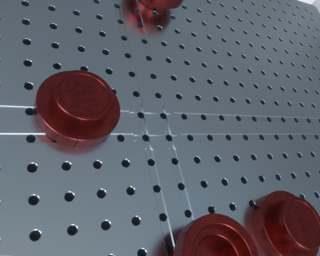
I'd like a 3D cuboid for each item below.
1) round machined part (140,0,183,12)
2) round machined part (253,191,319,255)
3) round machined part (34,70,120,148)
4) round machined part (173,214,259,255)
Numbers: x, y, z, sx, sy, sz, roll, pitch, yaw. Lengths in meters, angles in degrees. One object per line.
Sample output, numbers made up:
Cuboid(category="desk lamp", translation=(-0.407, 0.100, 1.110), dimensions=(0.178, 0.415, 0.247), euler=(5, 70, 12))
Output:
Cuboid(category="round machined part", translation=(-0.004, -0.246, 0.547), dimensions=(0.099, 0.042, 0.098), euler=(14, 56, -21))
Cuboid(category="round machined part", translation=(0.177, 0.131, 0.415), dimensions=(0.099, 0.042, 0.098), euler=(14, 56, -21))
Cuboid(category="round machined part", translation=(-0.093, -0.029, 0.365), dimensions=(0.099, 0.042, 0.098), euler=(14, 56, -21))
Cuboid(category="round machined part", translation=(0.058, 0.148, 0.340), dimensions=(0.099, 0.042, 0.098), euler=(14, 56, -21))
